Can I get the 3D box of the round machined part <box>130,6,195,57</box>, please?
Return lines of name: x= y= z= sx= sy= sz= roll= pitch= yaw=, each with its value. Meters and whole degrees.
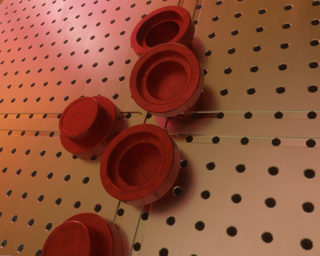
round machined part: x=0.007 y=-0.137 z=0.475 sx=0.098 sy=0.042 sz=0.098 roll=-13 pitch=55 yaw=20

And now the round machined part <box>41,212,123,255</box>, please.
round machined part: x=-0.096 y=0.146 z=0.357 sx=0.098 sy=0.042 sz=0.098 roll=-13 pitch=56 yaw=20

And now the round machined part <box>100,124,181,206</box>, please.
round machined part: x=-0.020 y=0.047 z=0.378 sx=0.098 sy=0.042 sz=0.098 roll=-13 pitch=56 yaw=20

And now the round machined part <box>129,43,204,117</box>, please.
round machined part: x=0.012 y=-0.061 z=0.418 sx=0.098 sy=0.042 sz=0.098 roll=-6 pitch=73 yaw=20

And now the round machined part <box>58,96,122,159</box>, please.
round machined part: x=-0.109 y=-0.007 z=0.457 sx=0.098 sy=0.042 sz=0.098 roll=-13 pitch=56 yaw=20
